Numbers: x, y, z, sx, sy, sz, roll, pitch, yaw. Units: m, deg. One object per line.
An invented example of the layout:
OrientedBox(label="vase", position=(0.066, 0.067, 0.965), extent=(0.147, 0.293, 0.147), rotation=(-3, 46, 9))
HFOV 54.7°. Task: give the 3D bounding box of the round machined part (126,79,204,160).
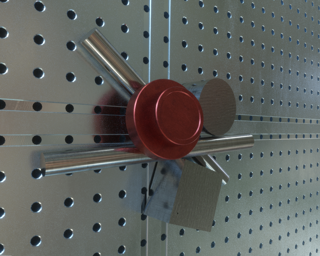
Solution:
OrientedBox(label="round machined part", position=(0.013, -0.011, 0.367), extent=(0.099, 0.042, 0.097), rotation=(7, 78, -33))

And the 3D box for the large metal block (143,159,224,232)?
OrientedBox(label="large metal block", position=(0.034, 0.090, 0.421), extent=(0.080, 0.050, 0.080), rotation=(26, 74, -38))

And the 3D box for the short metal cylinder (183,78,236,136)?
OrientedBox(label="short metal cylinder", position=(0.065, -0.029, 0.449), extent=(0.081, 0.050, 0.079), rotation=(0, 90, -40))

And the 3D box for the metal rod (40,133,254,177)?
OrientedBox(label="metal rod", position=(0.008, 0.028, 0.394), extent=(0.303, 0.025, 0.025), rotation=(-4, 93, -33))

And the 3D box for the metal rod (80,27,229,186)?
OrientedBox(label="metal rod", position=(0.010, -0.010, 0.420), extent=(0.300, 0.025, 0.025), rotation=(46, 62, -31))
